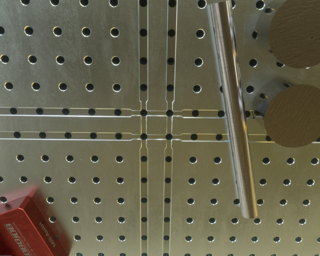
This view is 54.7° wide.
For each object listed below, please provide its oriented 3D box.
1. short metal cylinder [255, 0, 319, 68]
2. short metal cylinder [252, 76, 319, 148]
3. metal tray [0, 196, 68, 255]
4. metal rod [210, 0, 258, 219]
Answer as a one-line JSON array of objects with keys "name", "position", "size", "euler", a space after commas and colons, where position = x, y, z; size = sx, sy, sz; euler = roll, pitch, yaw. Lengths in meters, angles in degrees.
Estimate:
[{"name": "short metal cylinder", "position": [0.158, -0.113, 0.360], "size": [0.081, 0.050, 0.079], "euler": [0, 110, 0]}, {"name": "short metal cylinder", "position": [0.165, -0.022, 0.393], "size": [0.081, 0.050, 0.079], "euler": [0, 110, 0]}, {"name": "metal tray", "position": [-0.212, 0.177, 0.473], "size": [0.090, 0.030, 0.129], "euler": [-20, 109, 7]}, {"name": "metal rod", "position": [0.102, -0.010, 0.410], "size": [0.025, 0.025, 0.298], "euler": [-12, 110, 4]}]
